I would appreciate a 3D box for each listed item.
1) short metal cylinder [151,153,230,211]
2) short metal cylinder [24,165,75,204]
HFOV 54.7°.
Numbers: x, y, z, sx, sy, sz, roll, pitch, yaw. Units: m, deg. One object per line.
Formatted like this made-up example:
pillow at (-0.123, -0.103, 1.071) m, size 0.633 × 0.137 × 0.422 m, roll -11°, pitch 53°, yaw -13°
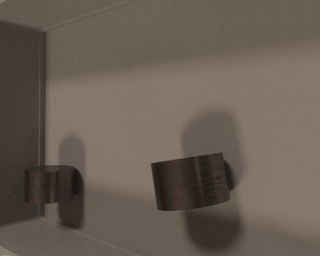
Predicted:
short metal cylinder at (0.033, 0.058, 0.342) m, size 0.080 × 0.081 × 0.050 m, roll -14°, pitch 81°, yaw 39°
short metal cylinder at (-0.185, 0.093, 0.520) m, size 0.080 × 0.081 × 0.050 m, roll 1°, pitch 91°, yaw 39°
